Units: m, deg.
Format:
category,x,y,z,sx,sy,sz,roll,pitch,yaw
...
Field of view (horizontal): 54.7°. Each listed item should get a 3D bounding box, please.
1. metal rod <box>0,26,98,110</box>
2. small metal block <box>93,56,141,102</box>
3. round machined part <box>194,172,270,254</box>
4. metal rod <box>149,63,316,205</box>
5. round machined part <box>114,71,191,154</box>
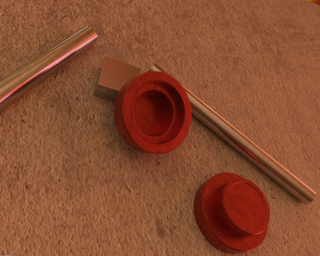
category,x,y,z,sx,sy,sz,roll,pitch,yaw
metal rod,-0.169,-0.038,0.335,0.025,0.025,0.301,40,51,-2
small metal block,-0.056,-0.062,0.411,0.050,0.025,0.050,17,55,-18
round machined part,0.095,0.101,0.382,0.099,0.042,0.098,14,56,-21
metal rod,0.104,0.010,0.453,0.300,0.025,0.025,38,51,-2
round machined part,-0.012,-0.018,0.381,0.099,0.042,0.097,2,86,-34
